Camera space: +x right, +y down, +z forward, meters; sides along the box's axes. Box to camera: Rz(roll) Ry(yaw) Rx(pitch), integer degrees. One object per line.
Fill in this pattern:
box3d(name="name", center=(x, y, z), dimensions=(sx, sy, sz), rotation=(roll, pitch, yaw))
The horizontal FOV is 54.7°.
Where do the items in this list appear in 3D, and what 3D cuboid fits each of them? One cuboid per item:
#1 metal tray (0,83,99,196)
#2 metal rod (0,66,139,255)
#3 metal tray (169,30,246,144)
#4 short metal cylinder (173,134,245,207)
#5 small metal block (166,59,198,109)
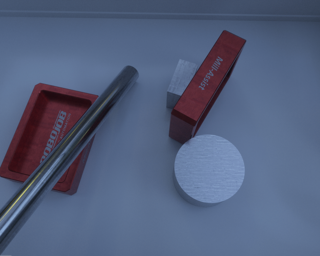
box3d(name="metal tray", center=(-0.136, 0.012, 0.400), dimensions=(0.090, 0.030, 0.130), rotation=(13, 70, 4))
box3d(name="metal rod", center=(-0.098, 0.020, 0.340), dimensions=(0.025, 0.025, 0.301), rotation=(23, 48, 8))
box3d(name="metal tray", center=(0.058, -0.047, 0.393), dimensions=(0.030, 0.090, 0.130), rotation=(30, 73, 10))
box3d(name="short metal cylinder", center=(0.057, 0.053, 0.378), dimensions=(0.081, 0.050, 0.080), rotation=(0, 70, 0))
box3d(name="small metal block", center=(0.029, -0.056, 0.417), dimensions=(0.025, 0.050, 0.050), rotation=(19, 71, 6))
